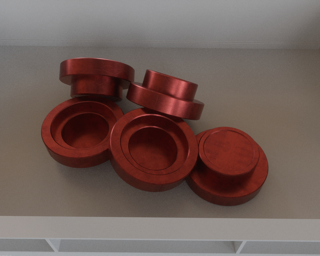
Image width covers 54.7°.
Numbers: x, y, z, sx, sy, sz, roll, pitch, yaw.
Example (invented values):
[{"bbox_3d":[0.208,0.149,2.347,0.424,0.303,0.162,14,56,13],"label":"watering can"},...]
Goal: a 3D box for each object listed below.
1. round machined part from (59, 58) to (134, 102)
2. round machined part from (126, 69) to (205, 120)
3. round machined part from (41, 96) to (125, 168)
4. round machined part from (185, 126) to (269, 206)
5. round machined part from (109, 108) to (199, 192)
[{"bbox_3d":[-0.085,-0.060,0.418,0.099,0.098,0.042,2,86,1],"label":"round machined part"},{"bbox_3d":[0.010,-0.045,0.395,0.099,0.042,0.098,16,10,-3],"label":"round machined part"},{"bbox_3d":[-0.090,0.009,0.382,0.099,0.042,0.098,0,50,0],"label":"round machined part"},{"bbox_3d":[0.077,0.037,0.361,0.099,0.042,0.098,0,50,0],"label":"round machined part"},{"bbox_3d":[-0.009,0.028,0.353,0.099,0.042,0.098,8,55,-11],"label":"round machined part"}]
